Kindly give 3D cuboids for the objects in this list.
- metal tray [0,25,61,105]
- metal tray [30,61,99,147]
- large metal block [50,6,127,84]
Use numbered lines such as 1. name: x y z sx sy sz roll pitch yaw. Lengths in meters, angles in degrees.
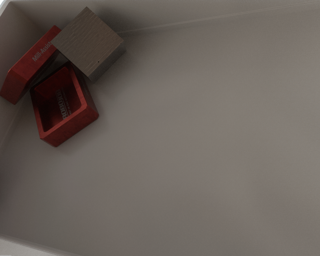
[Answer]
1. metal tray: -0.215 -0.109 0.532 0.090 0.030 0.130 -31 27 49
2. metal tray: -0.161 -0.043 0.510 0.090 0.030 0.130 -34 52 5
3. large metal block: -0.113 -0.132 0.504 0.080 0.050 0.080 43 85 2
